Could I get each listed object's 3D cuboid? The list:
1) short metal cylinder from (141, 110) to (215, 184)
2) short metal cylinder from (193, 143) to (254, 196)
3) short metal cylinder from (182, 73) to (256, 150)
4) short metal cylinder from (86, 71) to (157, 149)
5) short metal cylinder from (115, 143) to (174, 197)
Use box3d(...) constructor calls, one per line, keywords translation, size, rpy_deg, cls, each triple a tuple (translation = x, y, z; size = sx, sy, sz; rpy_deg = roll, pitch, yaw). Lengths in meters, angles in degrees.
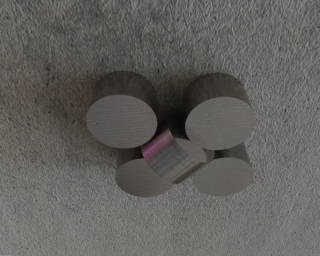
box3d(translation=(0.023, 0.024, 0.393), size=(0.080, 0.080, 0.050), rpy_deg=(32, 123, -25), cls="short metal cylinder")
box3d(translation=(0.085, 0.051, 0.436), size=(0.081, 0.050, 0.079), rpy_deg=(0, 130, 0), cls="short metal cylinder")
box3d(translation=(0.069, -0.019, 0.375), size=(0.081, 0.050, 0.079), rpy_deg=(0, 130, 0), cls="short metal cylinder")
box3d(translation=(-0.043, -0.021, 0.372), size=(0.081, 0.050, 0.079), rpy_deg=(0, 130, 0), cls="short metal cylinder")
box3d(translation=(-0.020, 0.053, 0.435), size=(0.081, 0.050, 0.079), rpy_deg=(0, 130, 0), cls="short metal cylinder")
